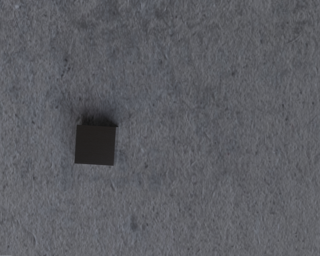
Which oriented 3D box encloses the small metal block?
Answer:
[{"bbox_3d":[-0.083,0.022,0.409,0.050,0.025,0.050,4,90,0],"label":"small metal block"}]
